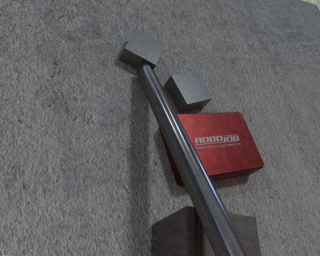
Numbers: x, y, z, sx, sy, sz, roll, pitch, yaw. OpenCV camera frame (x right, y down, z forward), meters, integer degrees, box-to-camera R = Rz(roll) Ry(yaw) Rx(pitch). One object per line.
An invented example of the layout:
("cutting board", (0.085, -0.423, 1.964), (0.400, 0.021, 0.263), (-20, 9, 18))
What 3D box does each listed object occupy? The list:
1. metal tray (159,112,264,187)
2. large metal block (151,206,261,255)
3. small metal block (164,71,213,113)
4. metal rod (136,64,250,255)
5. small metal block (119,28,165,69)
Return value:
("metal tray", (0.072, 0.025, 0.426), (0.131, 0.030, 0.090), (-3, 63, -30))
("large metal block", (0.044, 0.122, 0.320), (0.081, 0.080, 0.050), (15, 56, -21))
("small metal block", (0.042, -0.054, 0.461), (0.050, 0.025, 0.050), (-16, 70, -35))
("metal rod", (0.021, 0.016, 0.339), (0.025, 0.025, 0.300), (5, 38, -26))
("small metal block", (-0.026, -0.114, 0.460), (0.050, 0.025, 0.050), (26, 52, -12))
